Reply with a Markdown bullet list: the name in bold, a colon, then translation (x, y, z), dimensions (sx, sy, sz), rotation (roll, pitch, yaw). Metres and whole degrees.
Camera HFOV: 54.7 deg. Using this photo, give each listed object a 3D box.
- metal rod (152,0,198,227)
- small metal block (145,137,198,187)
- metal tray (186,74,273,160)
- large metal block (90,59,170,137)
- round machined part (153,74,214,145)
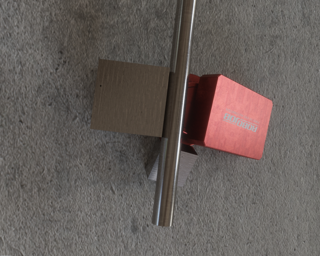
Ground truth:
- **metal rod**: translation (0.020, -0.036, 0.373), dimensions (0.025, 0.025, 0.298), rotation (8, 85, -20)
- **small metal block**: translation (0.014, 0.045, 0.405), dimensions (0.050, 0.025, 0.050), rotation (17, 110, -19)
- **metal tray**: translation (0.099, -0.011, 0.421), dimensions (0.131, 0.030, 0.090), rotation (16, 85, -40)
- **large metal block**: translation (-0.034, -0.033, 0.373), dimensions (0.081, 0.050, 0.080), rotation (7, 88, -2)
- **round machined part**: translation (0.037, -0.025, 0.415), dimensions (0.099, 0.042, 0.097), rotation (0, 90, -20)
